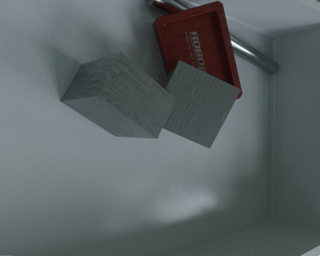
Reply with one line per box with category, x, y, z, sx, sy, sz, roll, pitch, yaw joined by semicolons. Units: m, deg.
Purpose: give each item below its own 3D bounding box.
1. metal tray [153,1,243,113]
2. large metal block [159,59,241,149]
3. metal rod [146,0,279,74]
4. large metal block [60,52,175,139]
metal tray;0.051;-0.092;0.418;0.091;0.030;0.129;-17;104;-4
large metal block;0.040;-0.032;0.387;0.080;0.050;0.080;24;101;-8
metal rod;0.103;-0.142;0.494;0.302;0.025;0.025;14;81;-39
large metal block;-0.046;-0.030;0.334;0.080;0.080;0.050;37;67;-34
